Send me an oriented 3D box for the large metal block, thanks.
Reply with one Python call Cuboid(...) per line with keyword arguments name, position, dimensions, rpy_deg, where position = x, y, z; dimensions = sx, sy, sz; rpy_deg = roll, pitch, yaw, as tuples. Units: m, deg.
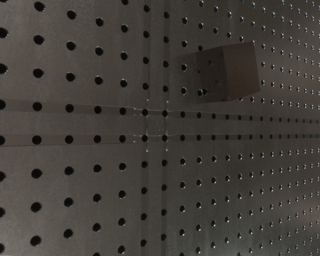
Cuboid(name="large metal block", position=(0.109, -0.088, 0.487), dimensions=(0.081, 0.050, 0.079), rpy_deg=(-19, 102, -39))
